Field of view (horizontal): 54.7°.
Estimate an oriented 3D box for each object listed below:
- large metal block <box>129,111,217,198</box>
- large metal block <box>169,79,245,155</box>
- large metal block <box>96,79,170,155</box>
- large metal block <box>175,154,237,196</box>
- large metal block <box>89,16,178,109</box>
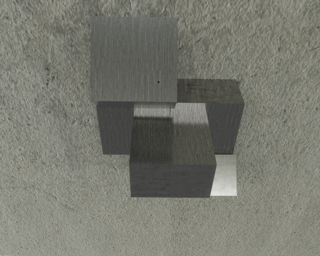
[{"bbox_3d":[0.011,0.026,0.330,0.081,0.080,0.050,1,130,-1],"label":"large metal block"},{"bbox_3d":[0.051,-0.013,0.380,0.081,0.050,0.079,1,130,-1],"label":"large metal block"},{"bbox_3d":[-0.030,-0.013,0.379,0.081,0.050,0.079,1,130,-1],"label":"large metal block"},{"bbox_3d":[0.052,0.060,0.416,0.081,0.080,0.050,0,86,-1],"label":"large metal block"},{"bbox_3d":[-0.024,-0.063,0.311,0.081,0.050,0.080,1,86,-1],"label":"large metal block"}]
